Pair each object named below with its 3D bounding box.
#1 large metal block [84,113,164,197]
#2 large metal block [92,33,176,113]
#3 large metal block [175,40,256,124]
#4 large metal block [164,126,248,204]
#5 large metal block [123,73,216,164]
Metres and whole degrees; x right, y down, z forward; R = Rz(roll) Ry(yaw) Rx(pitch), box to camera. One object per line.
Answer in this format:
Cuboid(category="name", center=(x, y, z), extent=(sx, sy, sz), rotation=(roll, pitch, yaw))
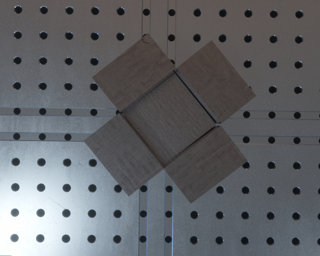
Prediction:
Cuboid(category="large metal block", center=(-0.040, 0.029, 0.385), extent=(0.050, 0.080, 0.080), rotation=(-39, 91, 0))
Cuboid(category="large metal block", center=(-0.029, -0.062, 0.386), extent=(0.080, 0.080, 0.050), rotation=(-38, 90, 0))
Cuboid(category="large metal block", center=(0.063, -0.052, 0.386), extent=(0.050, 0.080, 0.080), rotation=(-39, 91, 0))
Cuboid(category="large metal block", center=(0.052, 0.041, 0.387), extent=(0.080, 0.080, 0.050), rotation=(-37, 90, 0))
Cuboid(category="large metal block", center=(0.012, -0.011, 0.400), extent=(0.080, 0.050, 0.080), rotation=(-38, 89, 2))
